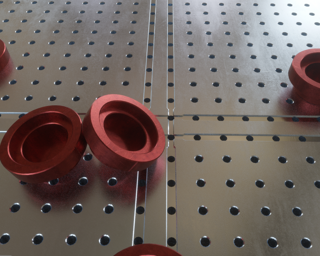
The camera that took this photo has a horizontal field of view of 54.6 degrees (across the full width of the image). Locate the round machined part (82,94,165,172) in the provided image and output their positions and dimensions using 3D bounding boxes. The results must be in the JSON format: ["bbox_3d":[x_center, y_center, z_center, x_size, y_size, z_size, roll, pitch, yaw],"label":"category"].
[{"bbox_3d":[-0.046,0.010,0.369,0.098,0.042,0.098,24,41,-22],"label":"round machined part"}]

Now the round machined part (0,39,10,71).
[{"bbox_3d":[-0.300,-0.122,0.498,0.099,0.042,0.098,0,50,0],"label":"round machined part"}]

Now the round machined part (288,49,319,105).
[{"bbox_3d":[0.240,-0.071,0.458,0.099,0.042,0.098,0,50,0],"label":"round machined part"}]

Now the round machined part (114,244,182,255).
[{"bbox_3d":[-0.011,0.156,0.266,0.099,0.042,0.098,0,50,0],"label":"round machined part"}]

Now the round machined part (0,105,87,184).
[{"bbox_3d":[-0.133,0.023,0.370,0.098,0.042,0.098,-6,51,8],"label":"round machined part"}]
